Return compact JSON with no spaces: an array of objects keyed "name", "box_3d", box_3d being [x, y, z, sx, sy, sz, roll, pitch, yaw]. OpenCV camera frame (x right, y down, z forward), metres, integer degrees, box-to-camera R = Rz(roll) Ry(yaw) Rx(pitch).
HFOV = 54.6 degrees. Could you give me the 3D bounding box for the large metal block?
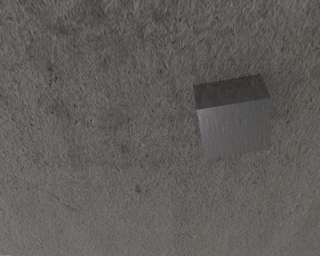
[{"name":"large metal block","box_3d":[0.088,-0.013,0.381,0.080,0.050,0.080,-9,130,7]}]
